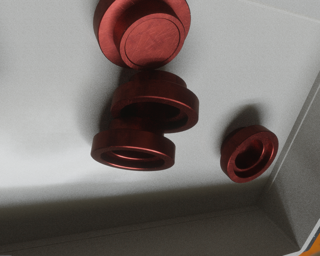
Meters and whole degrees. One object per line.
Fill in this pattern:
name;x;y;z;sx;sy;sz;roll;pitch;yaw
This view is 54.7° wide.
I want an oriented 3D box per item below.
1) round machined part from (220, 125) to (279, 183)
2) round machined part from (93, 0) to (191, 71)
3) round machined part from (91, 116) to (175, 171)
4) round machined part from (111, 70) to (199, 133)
round machined part;0.137;0.037;0.498;0.099;0.042;0.097;-14;125;-21
round machined part;-0.014;-0.097;0.312;0.099;0.042;0.097;-16;145;-12
round machined part;-0.030;0.019;0.372;0.099;0.098;0.042;23;62;-37
round machined part;-0.004;-0.031;0.355;0.099;0.098;0.042;24;61;-37
